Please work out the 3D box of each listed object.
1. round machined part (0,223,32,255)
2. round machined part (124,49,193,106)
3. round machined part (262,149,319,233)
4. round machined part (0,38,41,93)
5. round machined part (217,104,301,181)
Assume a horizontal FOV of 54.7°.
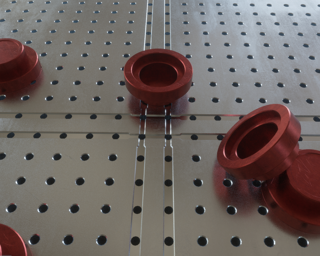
[{"bbox_3d":[-0.173,0.133,0.283,0.099,0.042,0.098,0,50,0],"label":"round machined part"},{"bbox_3d":[-0.002,-0.071,0.456,0.099,0.042,0.098,0,50,0],"label":"round machined part"},{"bbox_3d":[0.169,0.062,0.346,0.099,0.042,0.098,0,50,0],"label":"round machined part"},{"bbox_3d":[-0.240,-0.102,0.480,0.099,0.042,0.098,0,50,0],"label":"round machined part"},{"bbox_3d":[0.117,0.022,0.357,0.042,0.098,0.098,44,53,-16],"label":"round machined part"}]
